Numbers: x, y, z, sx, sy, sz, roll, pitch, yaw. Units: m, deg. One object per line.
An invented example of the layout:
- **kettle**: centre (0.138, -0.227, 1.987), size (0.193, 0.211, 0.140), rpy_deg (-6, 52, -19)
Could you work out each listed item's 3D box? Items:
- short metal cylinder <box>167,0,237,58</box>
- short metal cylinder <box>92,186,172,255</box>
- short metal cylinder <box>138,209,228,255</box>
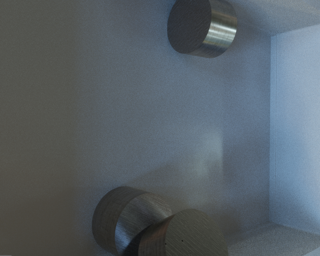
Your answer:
- **short metal cylinder**: centre (0.055, -0.137, 0.416), size (0.050, 0.080, 0.079), rpy_deg (-2, 91, -40)
- **short metal cylinder**: centre (-0.032, 0.112, 0.364), size (0.081, 0.050, 0.080), rpy_deg (0, 90, -40)
- **short metal cylinder**: centre (0.025, 0.131, 0.326), size (0.080, 0.050, 0.080), rpy_deg (20, 51, -27)
